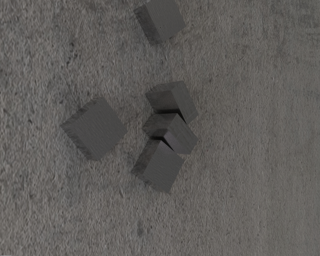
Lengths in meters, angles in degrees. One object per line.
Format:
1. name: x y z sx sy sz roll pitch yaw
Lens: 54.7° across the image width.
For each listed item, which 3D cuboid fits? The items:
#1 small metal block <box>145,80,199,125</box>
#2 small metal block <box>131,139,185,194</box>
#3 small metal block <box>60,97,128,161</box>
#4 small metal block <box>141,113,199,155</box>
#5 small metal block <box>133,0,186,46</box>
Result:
1. small metal block: 0.015 -0.031 0.401 0.025 0.050 0.050 -41 115 -32
2. small metal block: -0.002 0.050 0.403 0.050 0.025 0.050 42 65 -32
3. small metal block: -0.072 0.001 0.344 0.050 0.025 0.050 -47 118 -30
4. small metal block: 0.013 0.008 0.399 0.050 0.050 0.025 48 61 -29
5. small metal block: 0.001 -0.143 0.405 0.050 0.025 0.050 -42 116 -32
